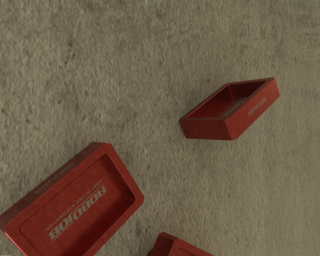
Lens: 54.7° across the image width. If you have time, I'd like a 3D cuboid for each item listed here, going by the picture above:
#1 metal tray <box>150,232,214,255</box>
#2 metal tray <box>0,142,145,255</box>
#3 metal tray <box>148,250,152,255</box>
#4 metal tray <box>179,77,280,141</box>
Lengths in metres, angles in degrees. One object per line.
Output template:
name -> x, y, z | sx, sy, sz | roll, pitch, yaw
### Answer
metal tray -> 0.013, 0.205, 0.375 | 0.090, 0.030, 0.130 | 39, 66, -34
metal tray -> -0.086, 0.087, 0.330 | 0.131, 0.030, 0.090 | -42, 116, -32
metal tray -> 0.027, 0.228, 0.427 | 0.131, 0.030, 0.090 | 31, 71, -36
metal tray -> 0.102, -0.029, 0.450 | 0.131, 0.090, 0.030 | -37, 113, -34
